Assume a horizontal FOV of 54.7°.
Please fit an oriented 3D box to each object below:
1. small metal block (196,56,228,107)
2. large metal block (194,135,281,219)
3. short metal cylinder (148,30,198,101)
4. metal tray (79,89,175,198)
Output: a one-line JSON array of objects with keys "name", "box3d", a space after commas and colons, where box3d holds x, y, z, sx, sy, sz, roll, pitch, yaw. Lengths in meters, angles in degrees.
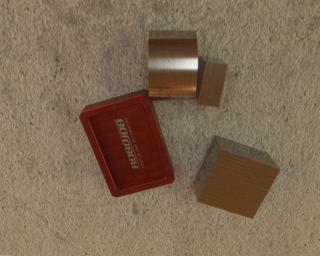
[{"name": "small metal block", "box3d": [0.060, -0.058, 0.376, 0.025, 0.050, 0.050, 8, 110, -3]}, {"name": "large metal block", "box3d": [0.101, 0.066, 0.422, 0.080, 0.050, 0.079, 19, 109, -7]}, {"name": "short metal cylinder", "box3d": [0.013, -0.071, 0.355, 0.050, 0.080, 0.079, 0, 110, 0]}, {"name": "metal tray", "box3d": [-0.040, 0.023, 0.414, 0.090, 0.030, 0.129, -16, 110, 5]}]
